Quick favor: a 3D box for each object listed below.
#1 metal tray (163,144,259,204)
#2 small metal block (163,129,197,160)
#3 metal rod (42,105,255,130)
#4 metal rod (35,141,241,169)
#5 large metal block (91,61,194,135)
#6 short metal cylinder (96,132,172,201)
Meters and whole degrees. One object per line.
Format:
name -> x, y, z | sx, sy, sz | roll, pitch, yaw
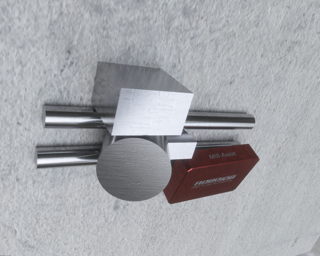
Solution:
metal tray -> 0.077, 0.070, 0.474 | 0.131, 0.030, 0.089 | -5, 138, -28
small metal block -> 0.012, 0.017, 0.411 | 0.050, 0.050, 0.025 | 1, 118, -29
metal rod -> 0.007, -0.011, 0.407 | 0.303, 0.025, 0.025 | 1, 118, -29
metal rod -> -0.009, 0.034, 0.426 | 0.303, 0.025, 0.025 | 0, 119, -29
large metal block -> -0.023, -0.033, 0.342 | 0.081, 0.080, 0.050 | 1, 118, -29
short metal cylinder -> -0.029, 0.036, 0.354 | 0.081, 0.050, 0.079 | -1, 114, -2
